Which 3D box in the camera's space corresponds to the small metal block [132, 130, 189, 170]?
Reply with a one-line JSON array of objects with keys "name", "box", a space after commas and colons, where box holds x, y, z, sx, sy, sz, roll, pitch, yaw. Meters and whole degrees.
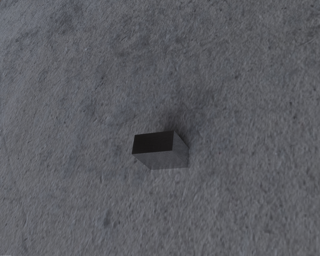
[{"name": "small metal block", "box": [0.002, 0.028, 0.369, 0.050, 0.050, 0.025, -7, 59, 24]}]
